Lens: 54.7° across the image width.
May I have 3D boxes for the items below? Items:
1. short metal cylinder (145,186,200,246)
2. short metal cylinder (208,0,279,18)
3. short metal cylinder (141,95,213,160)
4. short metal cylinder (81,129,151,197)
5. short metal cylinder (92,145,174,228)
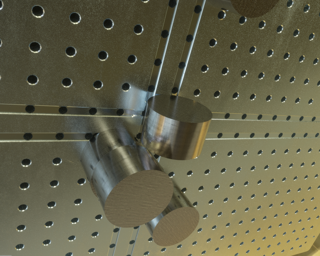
[{"bbox_3d":[0.015,0.139,0.492,0.081,0.050,0.079,-14,125,-21],"label":"short metal cylinder"},{"bbox_3d":[0.095,-0.169,0.344,0.081,0.050,0.079,-14,125,-21],"label":"short metal cylinder"},{"bbox_3d":[0.020,-0.003,0.386,0.081,0.080,0.050,-2,119,-28],"label":"short metal cylinder"},{"bbox_3d":[-0.055,0.048,0.396,0.081,0.050,0.079,-14,124,-21],"label":"short metal cylinder"},{"bbox_3d":[-0.032,0.066,0.355,0.081,0.050,0.079,-14,124,-21],"label":"short metal cylinder"}]
